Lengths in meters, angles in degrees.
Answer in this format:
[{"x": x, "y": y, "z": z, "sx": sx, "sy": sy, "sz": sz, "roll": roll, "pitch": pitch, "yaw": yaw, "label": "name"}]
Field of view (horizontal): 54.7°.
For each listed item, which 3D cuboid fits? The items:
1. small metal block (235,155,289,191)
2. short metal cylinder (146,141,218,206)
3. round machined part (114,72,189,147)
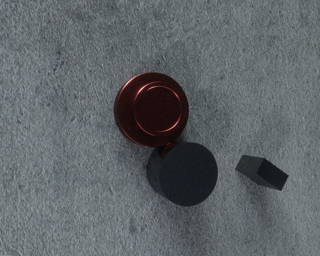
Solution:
[{"x": 0.148, "y": 0.065, "z": 0.452, "sx": 0.050, "sy": 0.050, "sz": 0.025, "roll": 34, "pitch": 79, "yaw": -17, "label": "small metal block"}, {"x": 0.028, "y": 0.057, "z": 0.407, "sx": 0.081, "sy": 0.050, "sz": 0.079, "roll": 0, "pitch": 90, "yaw": -21, "label": "short metal cylinder"}, {"x": -0.006, "y": -0.024, "z": 0.399, "sx": 0.099, "sy": 0.042, "sz": 0.097, "roll": 0, "pitch": 90, "yaw": -20, "label": "round machined part"}]
